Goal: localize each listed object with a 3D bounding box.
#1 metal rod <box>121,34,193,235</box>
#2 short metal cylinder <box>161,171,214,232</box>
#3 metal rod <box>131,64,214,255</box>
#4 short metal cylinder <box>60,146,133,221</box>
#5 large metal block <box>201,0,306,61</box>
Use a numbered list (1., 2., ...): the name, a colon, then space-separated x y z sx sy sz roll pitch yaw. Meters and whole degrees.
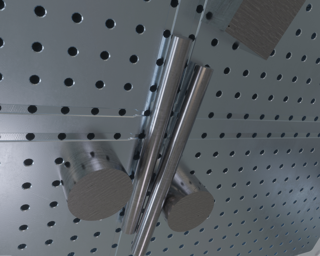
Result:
1. metal rod: -0.011 0.025 0.420 0.025 0.025 0.298 1 118 -29
2. short metal cylinder: 0.037 0.115 0.487 0.081 0.050 0.079 -14 124 -21
3. metal rod: 0.011 0.057 0.439 0.025 0.025 0.298 7 111 -32
4. short metal cylinder: -0.081 0.070 0.394 0.081 0.050 0.079 -14 124 -21
5. large metal block: 0.110 -0.139 0.369 0.080 0.050 0.080 20 108 -36
